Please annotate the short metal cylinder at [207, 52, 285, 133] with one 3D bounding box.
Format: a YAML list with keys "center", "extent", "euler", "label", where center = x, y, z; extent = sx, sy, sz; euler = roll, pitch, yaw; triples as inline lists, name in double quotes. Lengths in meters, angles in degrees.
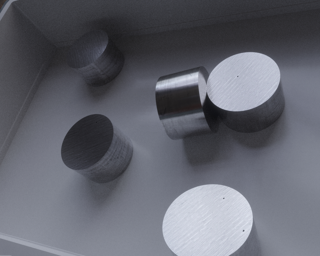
- center: [0.101, -0.041, 0.362]
  extent: [0.080, 0.050, 0.080]
  euler: [-13, 56, 21]
  label: "short metal cylinder"

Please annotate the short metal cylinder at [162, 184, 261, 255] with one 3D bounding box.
- center: [0.048, 0.099, 0.286]
  extent: [0.080, 0.050, 0.080]
  euler: [-15, 35, 11]
  label: "short metal cylinder"

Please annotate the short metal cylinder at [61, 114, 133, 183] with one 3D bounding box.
- center: [-0.084, 0.028, 0.417]
  extent: [0.080, 0.050, 0.080]
  euler: [-13, 56, 21]
  label: "short metal cylinder"

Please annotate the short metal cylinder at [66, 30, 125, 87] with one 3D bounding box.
- center: [-0.107, -0.116, 0.517]
  extent: [0.080, 0.050, 0.080]
  euler: [-13, 56, 21]
  label: "short metal cylinder"

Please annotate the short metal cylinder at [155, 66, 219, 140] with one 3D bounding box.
- center: [0.035, -0.029, 0.370]
  extent: [0.050, 0.080, 0.080]
  euler: [-11, 57, 23]
  label: "short metal cylinder"
